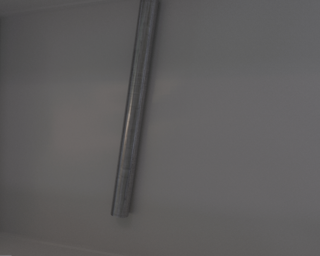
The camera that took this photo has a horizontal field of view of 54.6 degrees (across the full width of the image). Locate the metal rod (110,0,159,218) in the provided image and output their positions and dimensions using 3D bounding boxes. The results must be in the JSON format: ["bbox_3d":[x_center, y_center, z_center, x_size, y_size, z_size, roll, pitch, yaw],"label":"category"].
[{"bbox_3d":[-0.035,-0.027,0.423,0.025,0.025,0.298,9,93,20],"label":"metal rod"}]
